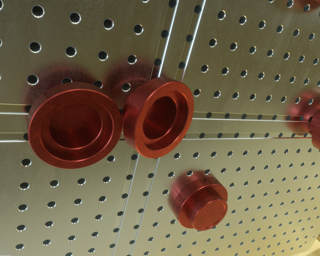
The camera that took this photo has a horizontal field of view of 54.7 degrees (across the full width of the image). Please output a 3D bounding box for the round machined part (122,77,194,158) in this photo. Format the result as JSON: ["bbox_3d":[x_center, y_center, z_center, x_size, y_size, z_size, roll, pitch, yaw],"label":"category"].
[{"bbox_3d":[-0.007,-0.016,0.376,0.099,0.042,0.097,-27,131,-36],"label":"round machined part"}]

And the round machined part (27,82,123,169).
[{"bbox_3d":[-0.095,-0.006,0.345,0.099,0.042,0.097,-14,124,-21],"label":"round machined part"}]

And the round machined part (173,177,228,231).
[{"bbox_3d":[0.075,0.136,0.528,0.099,0.042,0.097,-14,125,-21],"label":"round machined part"}]

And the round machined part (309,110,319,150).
[{"bbox_3d":[0.319,-0.004,0.576,0.099,0.042,0.097,-14,125,-21],"label":"round machined part"}]
